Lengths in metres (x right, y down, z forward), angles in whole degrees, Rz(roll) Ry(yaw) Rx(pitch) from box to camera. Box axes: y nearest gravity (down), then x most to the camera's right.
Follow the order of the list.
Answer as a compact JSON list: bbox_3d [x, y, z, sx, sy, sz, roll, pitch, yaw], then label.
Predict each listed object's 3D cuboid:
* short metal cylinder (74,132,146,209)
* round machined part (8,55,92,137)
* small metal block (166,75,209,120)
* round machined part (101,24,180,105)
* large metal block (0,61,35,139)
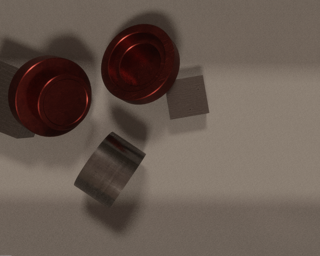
[{"bbox_3d":[-0.061,0.051,0.383,0.050,0.080,0.080,34,90,-1],"label":"short metal cylinder"},{"bbox_3d":[-0.123,-0.035,0.372,0.042,0.098,0.098,22,90,39],"label":"round machined part"},{"bbox_3d":[0.035,-0.040,0.412,0.050,0.025,0.050,-10,90,-1],"label":"small metal block"},{"bbox_3d":[-0.021,-0.076,0.390,0.098,0.042,0.098,-5,77,22],"label":"round machined part"},{"bbox_3d":[-0.194,-0.039,0.396,0.080,0.050,0.080,22,90,-1],"label":"large metal block"}]
